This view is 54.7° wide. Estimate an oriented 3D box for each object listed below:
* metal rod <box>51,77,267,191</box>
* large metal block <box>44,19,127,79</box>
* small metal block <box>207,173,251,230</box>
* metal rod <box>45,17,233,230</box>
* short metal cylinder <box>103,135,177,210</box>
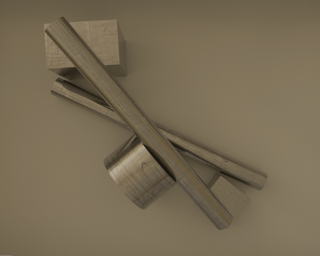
[{"bbox_3d":[0.000,0.008,0.410,0.301,0.025,0.025,25,90,-1],"label":"metal rod"},{"bbox_3d":[-0.087,-0.093,0.382,0.081,0.080,0.050,-4,90,-1],"label":"large metal block"},{"bbox_3d":[0.082,0.096,0.411,0.050,0.025,0.050,38,90,-1],"label":"small metal block"},{"bbox_3d":[-0.014,0.005,0.352,0.025,0.025,0.300,-40,103,0],"label":"metal rod"},{"bbox_3d":[-0.023,0.052,0.381,0.050,0.080,0.080,-40,91,0],"label":"short metal cylinder"}]
